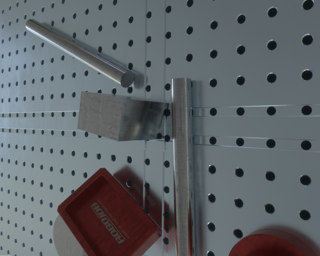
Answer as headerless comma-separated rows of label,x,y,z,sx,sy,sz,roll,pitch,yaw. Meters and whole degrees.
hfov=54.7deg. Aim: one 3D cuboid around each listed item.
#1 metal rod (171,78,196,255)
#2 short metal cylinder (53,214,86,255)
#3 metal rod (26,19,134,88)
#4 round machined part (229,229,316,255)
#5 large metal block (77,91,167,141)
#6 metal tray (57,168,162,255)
metal rod,0.030,0.089,0.382,0.025,0.025,0.298,-2,89,39
short metal cylinder,-0.125,0.169,0.494,0.080,0.050,0.079,0,90,39
metal rod,-0.151,-0.137,0.530,0.300,0.025,0.025,33,110,34
round machined part,0.110,0.155,0.307,0.098,0.042,0.097,0,90,39
large metal block,-0.050,-0.016,0.413,0.080,0.081,0.050,14,99,39
metal tray,-0.072,0.129,0.431,0.090,0.030,0.130,-43,57,-11
